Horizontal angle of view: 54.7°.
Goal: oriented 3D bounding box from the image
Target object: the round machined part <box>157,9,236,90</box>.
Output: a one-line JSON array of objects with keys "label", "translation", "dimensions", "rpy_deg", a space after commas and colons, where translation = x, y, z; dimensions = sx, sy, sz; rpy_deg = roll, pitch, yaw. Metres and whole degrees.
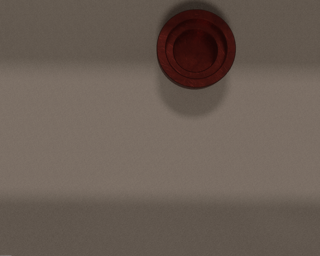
[{"label": "round machined part", "translation": [0.045, -0.098, 0.403], "dimensions": [0.099, 0.042, 0.097], "rpy_deg": [0, 90, -1]}]
